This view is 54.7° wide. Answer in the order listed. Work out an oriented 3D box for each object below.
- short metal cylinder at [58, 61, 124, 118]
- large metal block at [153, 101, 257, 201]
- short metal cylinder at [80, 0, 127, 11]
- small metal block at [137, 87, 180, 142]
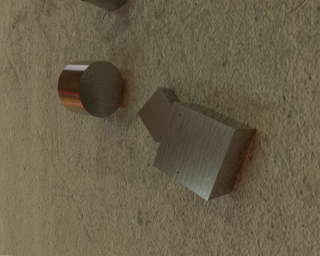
[{"bbox_3d":[-0.099,-0.057,0.451,0.050,0.081,0.079,10,97,39],"label":"short metal cylinder"},{"bbox_3d":[0.048,0.022,0.349,0.080,0.050,0.079,28,108,36],"label":"large metal block"},{"bbox_3d":[-0.084,-0.221,0.458,0.080,0.050,0.079,0,90,40],"label":"short metal cylinder"},{"bbox_3d":[0.005,-0.017,0.401,0.050,0.025,0.050,-47,62,30],"label":"small metal block"}]
